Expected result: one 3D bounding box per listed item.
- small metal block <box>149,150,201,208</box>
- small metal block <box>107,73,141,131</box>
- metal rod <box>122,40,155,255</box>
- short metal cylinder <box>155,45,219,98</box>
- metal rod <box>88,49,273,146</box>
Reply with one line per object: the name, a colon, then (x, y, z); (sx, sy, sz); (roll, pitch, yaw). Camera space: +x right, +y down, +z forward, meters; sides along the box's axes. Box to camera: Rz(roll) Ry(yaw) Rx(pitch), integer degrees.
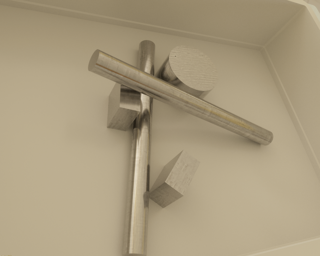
small metal block: (0.016, 0.060, 0.363); (0.025, 0.050, 0.050); (38, 51, -4)
small metal block: (-0.045, -0.031, 0.385); (0.025, 0.050, 0.050); (12, 57, -22)
metal rod: (-0.023, 0.002, 0.393); (0.025, 0.025, 0.299); (15, 56, -20)
short metal cylinder: (0.038, -0.074, 0.457); (0.081, 0.050, 0.080); (14, 56, -21)
metal rod: (0.049, -0.028, 0.409); (0.302, 0.025, 0.025); (20, 53, -32)
